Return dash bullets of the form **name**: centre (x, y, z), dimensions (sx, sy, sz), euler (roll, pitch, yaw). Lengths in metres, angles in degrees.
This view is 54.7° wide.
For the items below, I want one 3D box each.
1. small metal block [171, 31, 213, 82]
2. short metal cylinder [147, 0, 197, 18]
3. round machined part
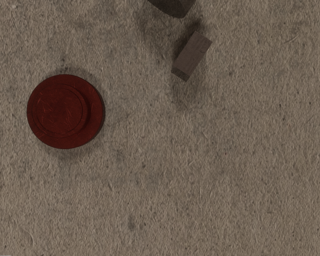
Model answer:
- **small metal block**: centre (0.039, -0.090, 0.398), dimensions (0.025, 0.050, 0.050), euler (33, 90, -1)
- **short metal cylinder**: centre (0.013, -0.182, 0.383), dimensions (0.080, 0.080, 0.050), euler (34, 90, -1)
- **round machined part**: centre (-0.123, -0.021, 0.400), dimensions (0.099, 0.042, 0.097), euler (0, 90, -1)
